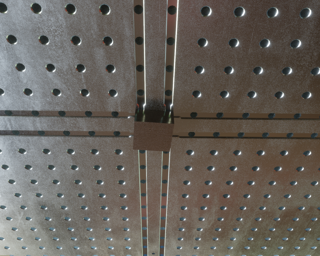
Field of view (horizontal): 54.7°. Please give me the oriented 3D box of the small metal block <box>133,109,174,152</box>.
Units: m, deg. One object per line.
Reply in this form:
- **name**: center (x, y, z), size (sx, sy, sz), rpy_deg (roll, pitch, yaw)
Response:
- **small metal block**: center (-0.009, 0.004, 0.414), size (0.050, 0.025, 0.050), rpy_deg (4, 130, -4)
